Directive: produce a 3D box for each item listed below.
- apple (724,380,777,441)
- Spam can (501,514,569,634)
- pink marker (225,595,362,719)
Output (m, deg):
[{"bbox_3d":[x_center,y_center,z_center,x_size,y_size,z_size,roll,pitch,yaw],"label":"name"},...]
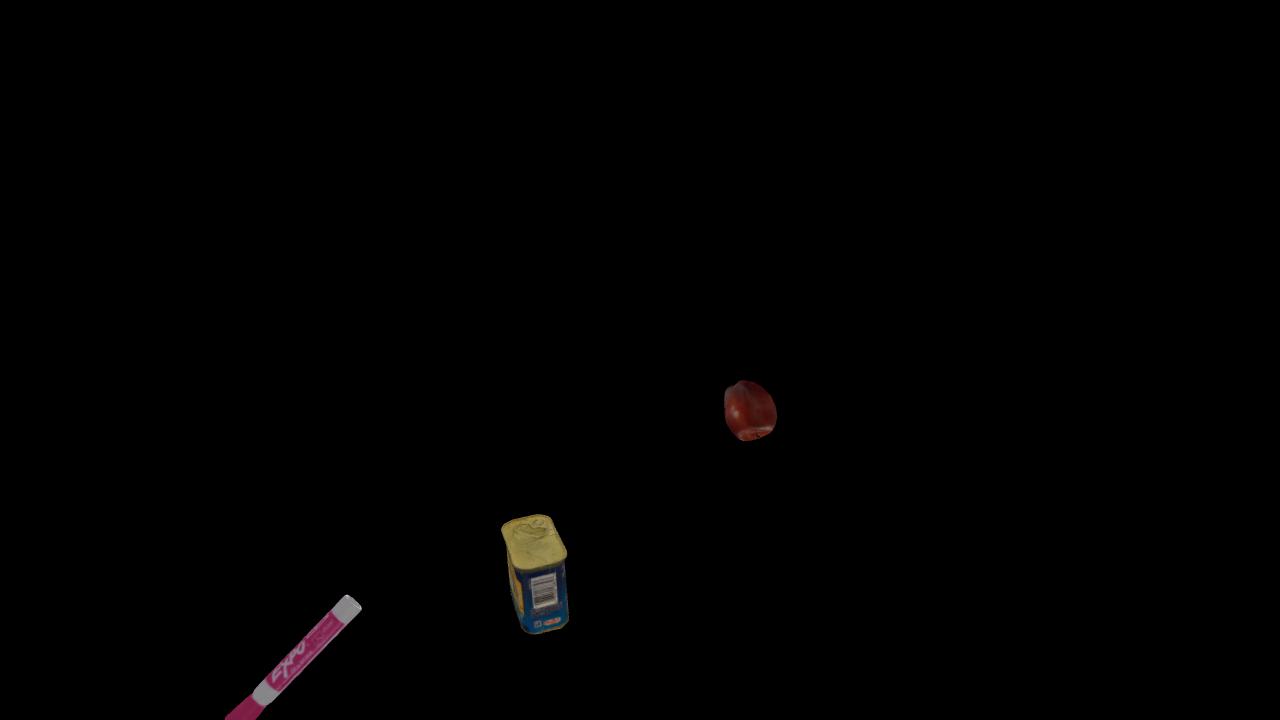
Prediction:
[{"bbox_3d":[0.168,0.079,0.941,0.079,0.093,0.079,-11,-26,-6],"label":"apple"},{"bbox_3d":[-0.114,0.233,0.674,0.058,0.085,0.101,-8,18,-20],"label":"Spam can"},{"bbox_3d":[-0.277,0.243,0.492,0.121,0.020,0.020,-47,20,-20],"label":"pink marker"}]
